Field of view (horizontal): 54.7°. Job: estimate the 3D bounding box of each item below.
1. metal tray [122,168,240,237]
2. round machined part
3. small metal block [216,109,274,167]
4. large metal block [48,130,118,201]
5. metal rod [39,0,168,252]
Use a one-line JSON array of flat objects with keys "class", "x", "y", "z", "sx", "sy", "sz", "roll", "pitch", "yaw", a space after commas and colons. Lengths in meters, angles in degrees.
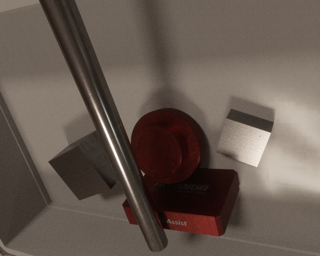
[{"class": "metal tray", "x": 0.028, "y": 0.090, "z": 0.406, "sx": 0.130, "sy": 0.090, "sz": 0.030, "roll": -2, "pitch": 118, "yaw": 28}, {"class": "round machined part", "x": 0.004, "y": 0.026, "z": 0.393, "sx": 0.098, "sy": 0.042, "sz": 0.097, "roll": 6, "pitch": 104, "yaw": 26}, {"class": "small metal block", "x": 0.099, "y": 0.011, "z": 0.363, "sx": 0.050, "sy": 0.025, "sz": 0.050, "roll": 20, "pitch": 126, "yaw": 16}, {"class": "large metal block", "x": -0.113, "y": 0.059, "z": 0.486, "sx": 0.080, "sy": 0.050, "sz": 0.080, "roll": -25, "pitch": 105, "yaw": 36}, {"class": "metal rod", "x": -0.042, "y": 0.018, "z": 0.305, "sx": 0.025, "sy": 0.025, "sz": 0.298, "roll": 0, "pitch": 124, "yaw": 28}]
